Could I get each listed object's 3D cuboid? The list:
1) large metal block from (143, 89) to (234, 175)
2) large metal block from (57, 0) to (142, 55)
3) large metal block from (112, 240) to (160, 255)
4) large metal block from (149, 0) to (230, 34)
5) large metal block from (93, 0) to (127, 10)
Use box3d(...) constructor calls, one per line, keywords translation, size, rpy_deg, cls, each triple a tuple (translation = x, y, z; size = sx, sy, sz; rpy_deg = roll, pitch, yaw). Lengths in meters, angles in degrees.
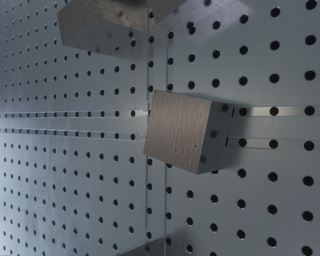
box3d(translation=(0.032, 0.002, 0.367), size=(0.080, 0.050, 0.080), rpy_deg=(17, 101, 39), cls="large metal block")
box3d(translation=(-0.087, -0.152, 0.447), size=(0.080, 0.081, 0.050), rpy_deg=(-21, 77, 38), cls="large metal block")
box3d(translation=(-0.052, 0.197, 0.418), size=(0.080, 0.081, 0.050), rpy_deg=(-33, 70, 35), cls="large metal block")
box3d(translation=(0.030, -0.173, 0.369), size=(0.080, 0.050, 0.080), rpy_deg=(-26, 74, 37), cls="large metal block")
box3d(translation=(-0.070, -0.237, 0.452), size=(0.080, 0.050, 0.080), rpy_deg=(-41, 65, 32), cls="large metal block")
